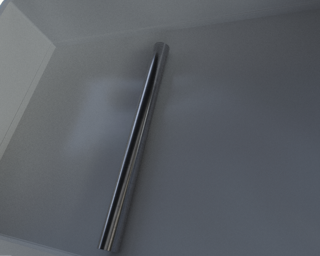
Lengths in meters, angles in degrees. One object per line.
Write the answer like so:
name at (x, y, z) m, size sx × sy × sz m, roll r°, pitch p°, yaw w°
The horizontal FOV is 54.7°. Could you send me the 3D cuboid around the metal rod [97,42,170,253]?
metal rod at (-0.028, 0.007, 0.414) m, size 0.025 × 0.025 × 0.300 m, roll -1°, pitch 61°, yaw 27°
